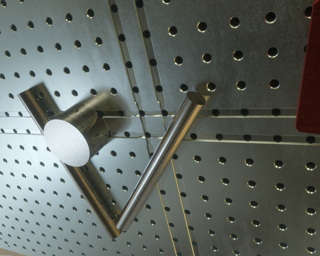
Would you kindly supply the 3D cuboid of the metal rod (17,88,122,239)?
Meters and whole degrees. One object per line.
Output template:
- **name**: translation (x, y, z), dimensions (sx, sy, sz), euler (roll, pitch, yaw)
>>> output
- **metal rod**: translation (-0.147, 0.069, 0.528), dimensions (0.025, 0.025, 0.299), euler (-15, 111, 34)

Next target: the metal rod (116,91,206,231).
- **metal rod**: translation (-0.012, 0.068, 0.457), dimensions (0.025, 0.025, 0.298), euler (33, 129, 6)

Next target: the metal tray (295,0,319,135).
- **metal tray**: translation (0.180, -0.053, 0.281), dimensions (0.090, 0.030, 0.129), euler (8, 122, 23)

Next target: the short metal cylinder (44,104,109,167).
- **short metal cylinder**: translation (-0.125, 0.011, 0.466), dimensions (0.080, 0.050, 0.079), euler (13, 124, 20)
